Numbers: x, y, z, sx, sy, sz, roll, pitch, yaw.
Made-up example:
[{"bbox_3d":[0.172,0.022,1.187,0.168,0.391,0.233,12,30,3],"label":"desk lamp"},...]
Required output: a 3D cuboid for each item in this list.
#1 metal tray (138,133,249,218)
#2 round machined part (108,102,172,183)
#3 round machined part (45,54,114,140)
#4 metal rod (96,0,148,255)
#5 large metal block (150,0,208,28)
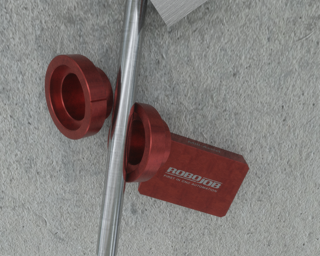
[{"bbox_3d":[0.045,0.065,0.432,0.131,0.030,0.089,18,109,-7],"label":"metal tray"},{"bbox_3d":[-0.023,0.018,0.386,0.042,0.098,0.097,6,114,-38],"label":"round machined part"},{"bbox_3d":[-0.093,-0.038,0.367,0.098,0.042,0.097,14,112,41],"label":"round machined part"},{"bbox_3d":[-0.045,0.000,0.361,0.025,0.025,0.298,7,92,-3],"label":"metal rod"},{"bbox_3d":[0.019,-0.167,0.335,0.080,0.050,0.080,-33,107,11],"label":"large metal block"}]
